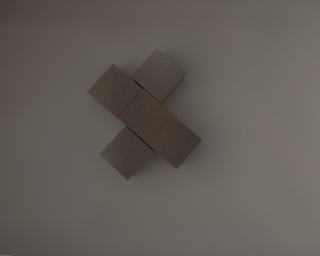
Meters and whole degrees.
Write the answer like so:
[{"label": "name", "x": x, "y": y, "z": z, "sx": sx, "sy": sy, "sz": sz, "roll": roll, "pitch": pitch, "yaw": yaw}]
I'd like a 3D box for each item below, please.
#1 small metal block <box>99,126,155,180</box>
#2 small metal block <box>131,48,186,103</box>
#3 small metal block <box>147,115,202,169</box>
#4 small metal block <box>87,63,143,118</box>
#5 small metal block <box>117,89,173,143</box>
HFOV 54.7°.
[{"label": "small metal block", "x": -0.042, "y": 0.032, "z": 0.409, "sx": 0.050, "sy": 0.025, "sz": 0.050, "roll": 43, "pitch": 91, "yaw": 0}, {"label": "small metal block", "x": -0.002, "y": -0.067, "z": 0.409, "sx": 0.050, "sy": 0.025, "sz": 0.050, "roll": 42, "pitch": 89, "yaw": 0}, {"label": "small metal block", "x": 0.019, "y": 0.018, "z": 0.409, "sx": 0.050, "sy": 0.025, "sz": 0.050, "roll": 41, "pitch": 90, "yaw": 0}, {"label": "small metal block", "x": -0.058, "y": -0.048, "z": 0.409, "sx": 0.050, "sy": 0.025, "sz": 0.050, "roll": 41, "pitch": 90, "yaw": 0}, {"label": "small metal block", "x": -0.019, "y": -0.015, "z": 0.408, "sx": 0.050, "sy": 0.025, "sz": 0.050, "roll": 41, "pitch": 90, "yaw": 0}]
